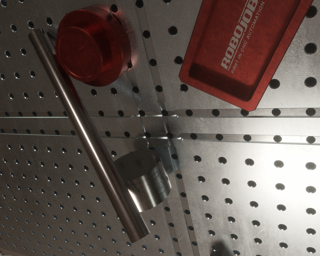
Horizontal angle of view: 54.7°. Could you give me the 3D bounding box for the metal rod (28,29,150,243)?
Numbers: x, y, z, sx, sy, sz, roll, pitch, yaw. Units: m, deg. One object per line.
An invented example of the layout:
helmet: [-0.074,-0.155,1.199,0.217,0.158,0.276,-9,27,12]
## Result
metal rod: [-0.094,0.002,0.394,0.025,0.025,0.299,-37,77,38]

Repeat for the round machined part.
round machined part: [-0.090,-0.096,0.386,0.098,0.042,0.097,13,124,20]

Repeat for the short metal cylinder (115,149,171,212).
short metal cylinder: [-0.030,0.072,0.434,0.080,0.080,0.050,-5,116,30]

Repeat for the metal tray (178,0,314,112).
metal tray: [0.080,-0.090,0.309,0.090,0.030,0.129,26,128,11]
